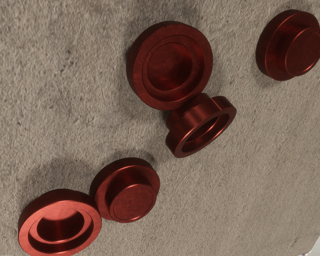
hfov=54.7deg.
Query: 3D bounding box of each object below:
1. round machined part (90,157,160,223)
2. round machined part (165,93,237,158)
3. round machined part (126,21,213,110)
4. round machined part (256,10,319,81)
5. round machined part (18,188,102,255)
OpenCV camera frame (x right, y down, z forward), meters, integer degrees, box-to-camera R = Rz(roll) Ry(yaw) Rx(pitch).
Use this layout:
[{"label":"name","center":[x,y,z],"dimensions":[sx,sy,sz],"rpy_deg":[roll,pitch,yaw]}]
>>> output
[{"label":"round machined part","center":[-0.044,0.093,0.431],"dimensions":[0.099,0.042,0.097],"rpy_deg":[-14,125,-21]},{"label":"round machined part","center":[0.047,-0.008,0.402],"dimensions":[0.099,0.042,0.098],"rpy_deg":[-31,157,-14]},{"label":"round machined part","center":[0.008,-0.073,0.355],"dimensions":[0.099,0.042,0.097],"rpy_deg":[-13,122,-21]},{"label":"round machined part","center":[0.187,-0.111,0.432],"dimensions":[0.099,0.042,0.097],"rpy_deg":[-14,125,-21]},{"label":"round machined part","center":[-0.128,0.117,0.397],"dimensions":[0.099,0.042,0.097],"rpy_deg":[-12,123,-18]}]
